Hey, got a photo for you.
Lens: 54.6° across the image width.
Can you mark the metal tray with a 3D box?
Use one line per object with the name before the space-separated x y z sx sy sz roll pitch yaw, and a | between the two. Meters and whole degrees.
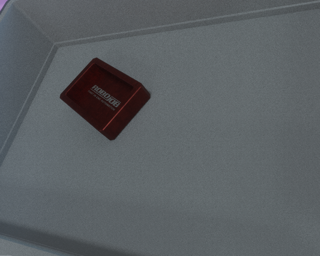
metal tray | -0.088 -0.049 0.480 0.130 0.030 0.090 34 81 38
